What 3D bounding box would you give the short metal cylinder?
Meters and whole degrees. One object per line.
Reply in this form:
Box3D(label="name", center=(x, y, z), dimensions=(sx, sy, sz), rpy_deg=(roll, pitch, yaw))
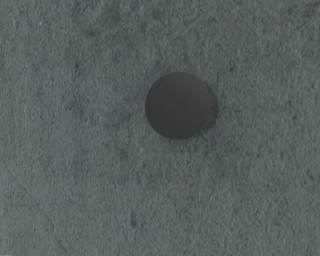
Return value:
Box3D(label="short metal cylinder", center=(0.028, -0.026, 0.385), dimensions=(0.080, 0.050, 0.079), rpy_deg=(0, 90, 19))
